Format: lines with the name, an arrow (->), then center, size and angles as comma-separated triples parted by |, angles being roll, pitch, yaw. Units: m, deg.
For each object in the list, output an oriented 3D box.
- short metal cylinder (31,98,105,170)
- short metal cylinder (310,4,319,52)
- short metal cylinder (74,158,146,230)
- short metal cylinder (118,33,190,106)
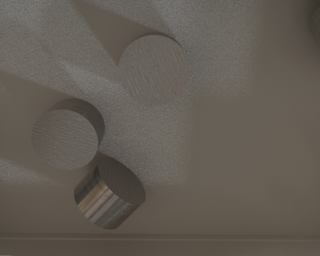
short metal cylinder -> -0.116, 0.007, 0.399 | 0.081, 0.050, 0.079 | 0, 110, 0
short metal cylinder -> 0.214, -0.109, 0.339 | 0.081, 0.050, 0.080 | -1, 148, 0
short metal cylinder -> -0.066, 0.086, 0.413 | 0.080, 0.080, 0.050 | 40, 105, -13
short metal cylinder -> -0.006, -0.072, 0.371 | 0.081, 0.050, 0.079 | 0, 110, 0
